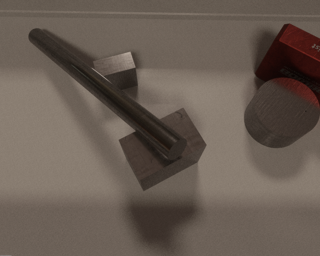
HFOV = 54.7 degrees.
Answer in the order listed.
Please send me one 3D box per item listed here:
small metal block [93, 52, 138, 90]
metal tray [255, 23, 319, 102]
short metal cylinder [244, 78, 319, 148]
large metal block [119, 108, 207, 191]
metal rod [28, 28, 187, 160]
[{"bbox_3d":[-0.059,-0.074,0.423,0.050,0.050,0.025,-16,71,-6],"label":"small metal block"},{"bbox_3d":[0.200,-0.070,0.403,0.130,0.090,0.030,32,73,10],"label":"metal tray"},{"bbox_3d":[0.157,-0.019,0.405,0.081,0.050,0.080,0,70,0],"label":"short metal cylinder"},{"bbox_3d":[0.003,0.029,0.370,0.080,0.080,0.050,-27,73,-10],"label":"large metal block"},{"bbox_3d":[-0.083,-0.058,0.378,0.025,0.025,0.300,-43,57,-14],"label":"metal rod"}]
